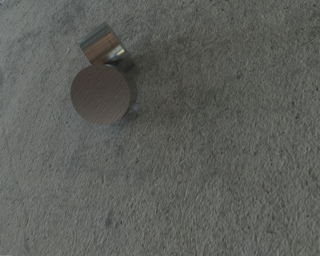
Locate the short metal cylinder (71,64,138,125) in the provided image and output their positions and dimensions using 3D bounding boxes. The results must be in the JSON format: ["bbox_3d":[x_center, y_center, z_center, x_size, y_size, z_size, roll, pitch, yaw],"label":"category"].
[{"bbox_3d":[-0.076,-0.048,0.430,0.080,0.050,0.079,1,102,7],"label":"short metal cylinder"}]

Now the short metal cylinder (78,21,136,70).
[{"bbox_3d":[-0.081,-0.117,0.483,0.050,0.080,0.080,-34,51,6],"label":"short metal cylinder"}]
